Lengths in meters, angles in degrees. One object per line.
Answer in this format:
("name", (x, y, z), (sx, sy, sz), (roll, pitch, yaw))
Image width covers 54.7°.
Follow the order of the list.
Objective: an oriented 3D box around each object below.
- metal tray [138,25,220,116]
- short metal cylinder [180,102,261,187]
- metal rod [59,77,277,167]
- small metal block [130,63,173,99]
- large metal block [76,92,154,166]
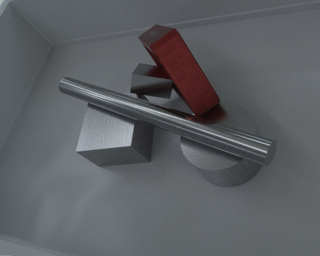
("metal tray", (0.018, -0.073, 0.365), (0.030, 0.090, 0.130), (-35, 22, 4))
("short metal cylinder", (0.069, 0.018, 0.340), (0.080, 0.050, 0.080), (-13, 56, 20))
("metal rod", (-0.018, -0.019, 0.358), (0.300, 0.025, 0.025), (20, 72, 35))
("small metal block", (-0.008, -0.062, 0.401), (0.050, 0.025, 0.050), (9, 27, 3))
("large metal block", (-0.056, 0.002, 0.415), (0.080, 0.050, 0.080), (-7, 59, 24))
